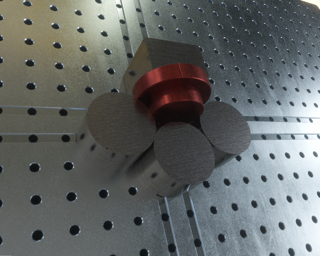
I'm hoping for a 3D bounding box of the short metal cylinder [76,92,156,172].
[{"bbox_3d":[-0.051,0.005,0.362,0.081,0.050,0.080,14,56,-21],"label":"short metal cylinder"}]

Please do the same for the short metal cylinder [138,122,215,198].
[{"bbox_3d":[0.019,0.039,0.379,0.081,0.050,0.080,14,56,-21],"label":"short metal cylinder"}]

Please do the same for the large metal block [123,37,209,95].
[{"bbox_3d":[0.005,-0.071,0.418,0.081,0.080,0.050,1,62,-28],"label":"large metal block"}]

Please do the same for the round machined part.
[{"bbox_3d":[0.017,-0.034,0.389,0.099,0.097,0.042,2,61,-28],"label":"round machined part"}]

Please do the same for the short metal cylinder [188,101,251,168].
[{"bbox_3d":[0.077,0.009,0.428,0.081,0.050,0.080,14,56,-21],"label":"short metal cylinder"}]
